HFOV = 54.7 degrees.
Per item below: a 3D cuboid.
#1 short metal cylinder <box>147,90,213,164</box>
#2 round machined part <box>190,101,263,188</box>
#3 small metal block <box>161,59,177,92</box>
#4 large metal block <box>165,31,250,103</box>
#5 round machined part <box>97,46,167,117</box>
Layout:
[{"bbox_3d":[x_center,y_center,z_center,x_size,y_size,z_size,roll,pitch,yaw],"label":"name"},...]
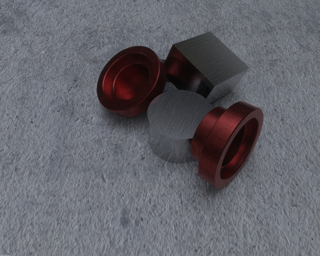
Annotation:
[{"bbox_3d":[0.025,-0.002,0.389,0.081,0.050,0.080,0,50,0],"label":"short metal cylinder"},{"bbox_3d":[0.071,0.014,0.345,0.042,0.097,0.099,30,56,31],"label":"round machined part"},{"bbox_3d":[0.010,-0.077,0.468,0.050,0.025,0.050,8,50,6],"label":"small metal block"},{"bbox_3d":[0.063,-0.082,0.436,0.081,0.050,0.080,-29,70,-36],"label":"large metal block"},{"bbox_3d":[-0.034,-0.059,0.423,0.098,0.042,0.098,-12,63,25],"label":"round machined part"}]
